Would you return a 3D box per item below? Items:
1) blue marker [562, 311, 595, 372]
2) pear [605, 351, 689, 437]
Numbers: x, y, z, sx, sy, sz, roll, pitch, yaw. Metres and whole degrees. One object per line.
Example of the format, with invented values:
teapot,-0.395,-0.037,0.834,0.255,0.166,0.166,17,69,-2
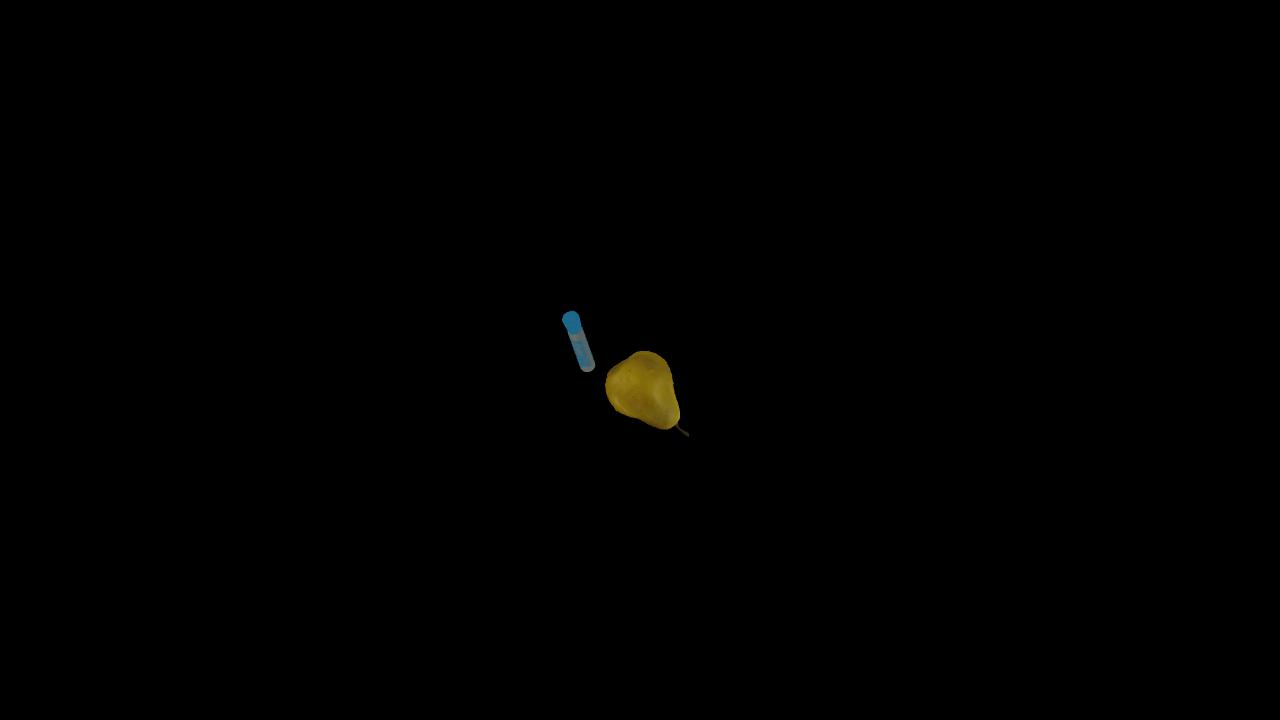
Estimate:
blue marker,-0.068,-0.020,0.697,0.020,0.020,0.121,0,-26,5
pear,0.013,0.046,0.703,0.080,0.111,0.080,-34,4,3
